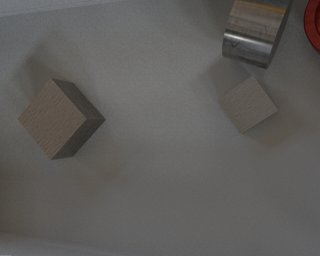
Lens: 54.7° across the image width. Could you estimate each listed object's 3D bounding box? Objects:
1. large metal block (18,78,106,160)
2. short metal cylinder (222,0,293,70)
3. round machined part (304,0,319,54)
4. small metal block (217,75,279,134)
[{"bbox_3d":[-0.141,-0.012,0.445,0.080,0.050,0.080,-46,76,14],"label":"large metal block"},{"bbox_3d":[0.108,-0.111,0.343,0.050,0.080,0.080,22,97,18],"label":"short metal cylinder"},{"bbox_3d":[0.206,-0.113,0.321,0.098,0.042,0.097,-3,84,33],"label":"round machined part"},{"bbox_3d":[0.106,-0.027,0.373,0.050,0.025,0.050,-35,79,16],"label":"small metal block"}]
